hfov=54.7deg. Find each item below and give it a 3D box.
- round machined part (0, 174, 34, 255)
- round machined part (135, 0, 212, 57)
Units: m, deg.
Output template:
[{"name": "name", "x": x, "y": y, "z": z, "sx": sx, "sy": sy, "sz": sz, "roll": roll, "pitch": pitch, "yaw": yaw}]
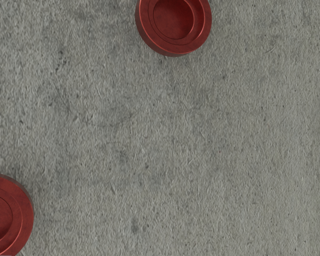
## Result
[{"name": "round machined part", "x": -0.188, "y": 0.096, "z": 0.331, "sx": 0.099, "sy": 0.042, "sz": 0.097, "roll": 0, "pitch": 90, "yaw": -20}, {"name": "round machined part", "x": 0.015, "y": -0.141, "z": 0.405, "sx": 0.099, "sy": 0.042, "sz": 0.097, "roll": 0, "pitch": 90, "yaw": -20}]
